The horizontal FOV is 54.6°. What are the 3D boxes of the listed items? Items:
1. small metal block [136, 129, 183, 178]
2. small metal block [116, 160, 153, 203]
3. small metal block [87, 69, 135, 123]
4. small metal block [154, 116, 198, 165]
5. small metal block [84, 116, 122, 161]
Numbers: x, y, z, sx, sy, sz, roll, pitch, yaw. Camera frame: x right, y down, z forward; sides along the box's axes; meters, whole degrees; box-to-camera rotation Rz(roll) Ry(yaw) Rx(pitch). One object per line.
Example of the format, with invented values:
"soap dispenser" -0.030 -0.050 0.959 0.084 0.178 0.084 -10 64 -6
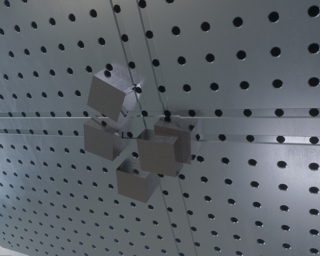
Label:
"small metal block" 0.001 0.032 0.399 0.050 0.025 0.050 8 122 24
"small metal block" -0.039 0.084 0.484 0.050 0.025 0.050 14 124 20
"small metal block" -0.067 -0.044 0.420 0.050 0.025 0.050 30 128 9
"small metal block" 0.021 0.016 0.410 0.050 0.025 0.050 11 123 22
"small metal block" -0.086 0.016 0.467 0.050 0.025 0.050 19 126 17
